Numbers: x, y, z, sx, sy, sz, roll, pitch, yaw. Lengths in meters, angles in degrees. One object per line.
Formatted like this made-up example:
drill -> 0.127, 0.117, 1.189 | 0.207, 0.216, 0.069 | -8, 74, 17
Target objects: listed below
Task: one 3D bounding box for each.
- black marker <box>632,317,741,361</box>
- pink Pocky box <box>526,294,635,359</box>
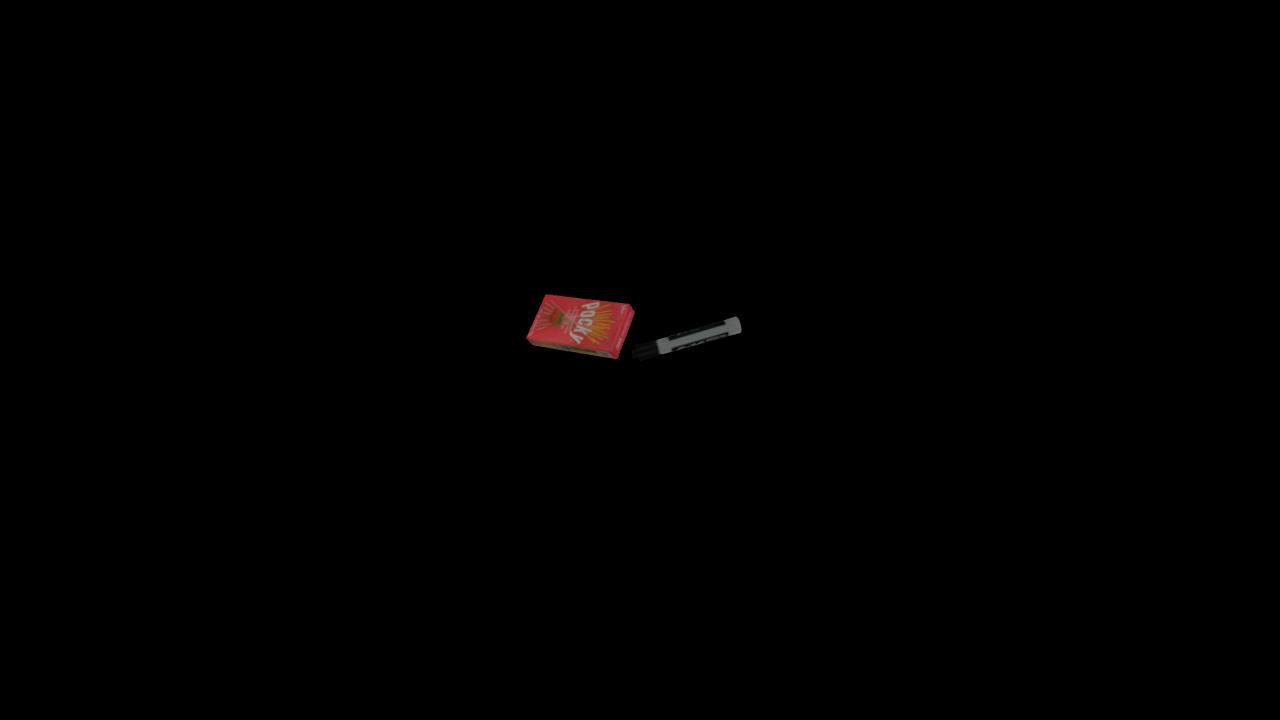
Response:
black marker -> 0.050, -0.022, 0.667 | 0.121, 0.020, 0.020 | -16, 1, -3
pink Pocky box -> -0.092, -0.053, 0.940 | 0.155, 0.084, 0.029 | 10, -23, 25
